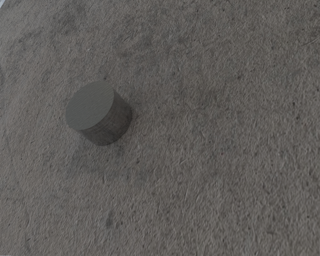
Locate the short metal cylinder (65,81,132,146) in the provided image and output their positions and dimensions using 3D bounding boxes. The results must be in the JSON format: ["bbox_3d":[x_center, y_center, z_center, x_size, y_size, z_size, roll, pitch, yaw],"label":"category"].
[{"bbox_3d":[-0.088,-0.021,0.448,0.080,0.050,0.080,-13,56,21],"label":"short metal cylinder"}]
